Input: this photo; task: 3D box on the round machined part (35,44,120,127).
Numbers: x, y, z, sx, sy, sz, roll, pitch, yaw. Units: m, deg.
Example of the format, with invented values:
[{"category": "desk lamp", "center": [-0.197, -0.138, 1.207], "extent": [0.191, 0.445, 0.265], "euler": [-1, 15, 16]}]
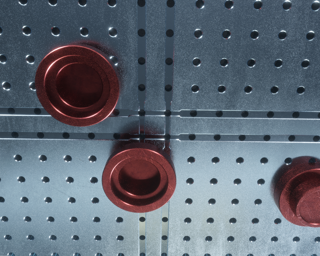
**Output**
[{"category": "round machined part", "center": [-0.098, -0.054, 0.383], "extent": [0.099, 0.042, 0.097], "euler": [0, 110, -1]}]

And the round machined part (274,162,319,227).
[{"category": "round machined part", "center": [0.221, 0.102, 0.445], "extent": [0.099, 0.042, 0.097], "euler": [0, 110, -1]}]

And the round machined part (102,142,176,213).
[{"category": "round machined part", "center": [-0.028, 0.064, 0.428], "extent": [0.099, 0.042, 0.097], "euler": [0, 110, -1]}]
